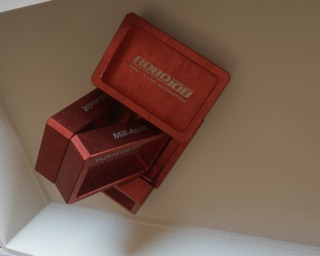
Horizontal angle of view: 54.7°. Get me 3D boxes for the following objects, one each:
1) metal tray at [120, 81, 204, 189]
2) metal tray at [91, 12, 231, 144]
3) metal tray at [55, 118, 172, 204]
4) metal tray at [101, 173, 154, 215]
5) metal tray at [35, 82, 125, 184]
[{"bbox_3d":[-0.011,0.014,0.416,0.090,0.030,0.129,34,129,5],"label":"metal tray"},{"bbox_3d":[0.000,-0.055,0.346,0.130,0.030,0.090,34,103,5],"label":"metal tray"},{"bbox_3d":[-0.050,0.034,0.369,0.030,0.131,0.089,50,132,23],"label":"metal tray"},{"bbox_3d":[-0.078,0.075,0.466,0.130,0.030,0.090,34,153,5],"label":"metal tray"},{"bbox_3d":[-0.090,-0.001,0.382,0.030,0.131,0.089,35,129,6],"label":"metal tray"}]
